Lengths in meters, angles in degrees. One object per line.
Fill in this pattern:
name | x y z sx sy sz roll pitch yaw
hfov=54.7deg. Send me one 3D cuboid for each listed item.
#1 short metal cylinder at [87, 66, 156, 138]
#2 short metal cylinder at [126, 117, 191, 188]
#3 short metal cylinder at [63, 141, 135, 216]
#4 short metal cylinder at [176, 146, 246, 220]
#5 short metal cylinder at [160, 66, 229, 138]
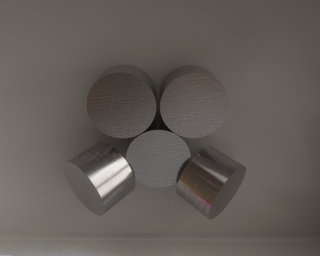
short metal cylinder | -0.045 -0.033 0.382 0.081 0.050 0.079 0 110 -1
short metal cylinder | -0.002 0.031 0.406 0.081 0.050 0.079 0 110 -1
short metal cylinder | -0.078 0.064 0.397 0.050 0.080 0.080 -35 114 -35
short metal cylinder | 0.067 0.070 0.400 0.050 0.081 0.079 33 112 30
short metal cylinder | 0.040 -0.034 0.385 0.081 0.050 0.079 0 110 -1
